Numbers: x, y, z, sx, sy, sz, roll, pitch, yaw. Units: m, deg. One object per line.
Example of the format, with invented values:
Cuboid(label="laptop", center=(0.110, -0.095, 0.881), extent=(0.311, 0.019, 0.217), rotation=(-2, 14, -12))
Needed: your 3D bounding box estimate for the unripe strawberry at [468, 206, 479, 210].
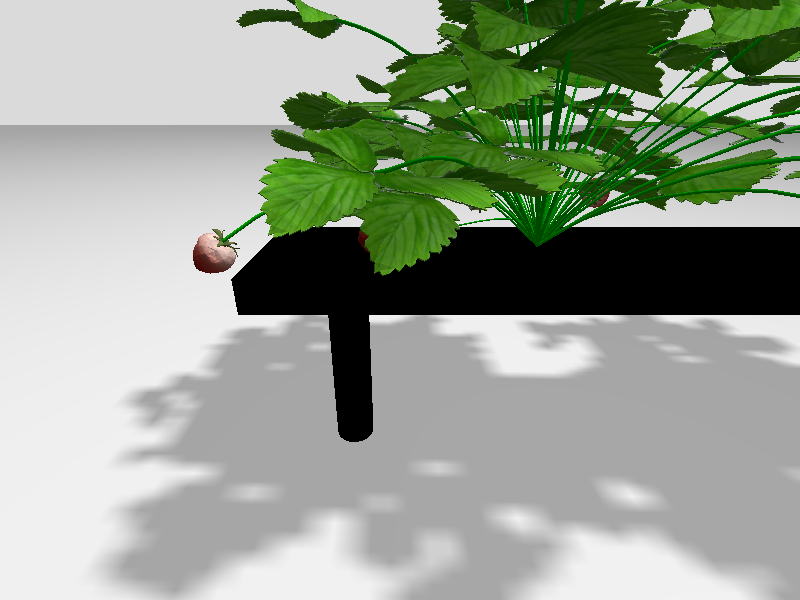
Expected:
Cuboid(label="unripe strawberry", center=(0.092, -0.118, 0.488), extent=(0.019, 0.016, 0.019), rotation=(-6, 18, -12))

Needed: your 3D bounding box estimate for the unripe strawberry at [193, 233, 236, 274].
Cuboid(label="unripe strawberry", center=(-0.139, -0.033, 0.297), extent=(0.029, 0.028, 0.026), rotation=(45, 7, -28))

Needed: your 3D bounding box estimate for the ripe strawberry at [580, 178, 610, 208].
Cuboid(label="ripe strawberry", center=(0.249, -0.137, 0.510), extent=(0.034, 0.036, 0.037), rotation=(17, 30, 32))

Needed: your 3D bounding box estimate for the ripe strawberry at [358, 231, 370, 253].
Cuboid(label="ripe strawberry", center=(-0.016, -0.051, 0.330), extent=(0.038, 0.037, 0.035), rotation=(-6, 26, -10))
